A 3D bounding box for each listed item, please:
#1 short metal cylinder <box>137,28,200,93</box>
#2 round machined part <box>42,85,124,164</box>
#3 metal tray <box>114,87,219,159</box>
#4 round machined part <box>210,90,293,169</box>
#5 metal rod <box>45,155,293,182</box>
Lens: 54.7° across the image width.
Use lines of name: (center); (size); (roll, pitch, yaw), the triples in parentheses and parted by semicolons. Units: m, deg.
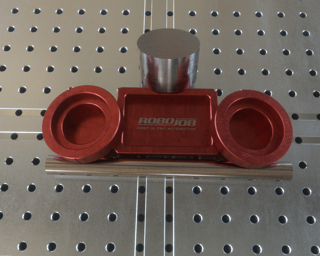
short metal cylinder: (0.011, -0.091, 0.412); (0.081, 0.050, 0.080); (0, 44, 0)
round machined part: (-0.093, -0.002, 0.393); (0.099, 0.042, 0.098); (-3, 67, 7)
metal tray: (0.009, -0.006, 0.407); (0.131, 0.030, 0.090); (1, 71, 0)
round machined part: (0.111, 0.004, 0.393); (0.099, 0.042, 0.098); (3, 68, -7)
metal rod: (0.011, 0.050, 0.389); (0.302, 0.025, 0.025); (2, 70, 0)
